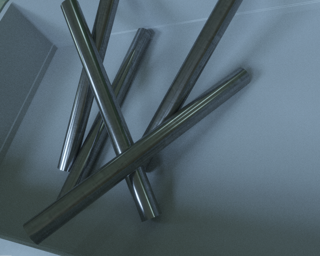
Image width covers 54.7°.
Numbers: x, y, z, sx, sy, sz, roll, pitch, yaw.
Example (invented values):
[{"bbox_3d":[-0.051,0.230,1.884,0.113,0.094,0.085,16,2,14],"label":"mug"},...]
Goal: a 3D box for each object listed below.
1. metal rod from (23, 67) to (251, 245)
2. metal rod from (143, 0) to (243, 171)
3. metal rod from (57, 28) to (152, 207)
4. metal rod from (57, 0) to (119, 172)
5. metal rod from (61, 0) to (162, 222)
[{"bbox_3d":[-0.011,0.019,0.349,0.301,0.025,0.025,-36,49,-17],"label":"metal rod"},{"bbox_3d":[0.041,-0.077,0.368,0.025,0.025,0.299,37,102,38],"label":"metal rod"},{"bbox_3d":[-0.076,-0.028,0.462,0.025,0.025,0.300,8,65,31],"label":"metal rod"},{"bbox_3d":[-0.094,-0.085,0.431,0.025,0.025,0.298,19,96,35],"label":"metal rod"},{"bbox_3d":[-0.066,-0.032,0.385,0.025,0.025,0.299,-26,76,12],"label":"metal rod"}]
